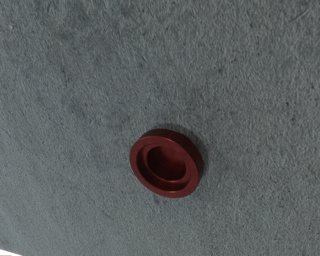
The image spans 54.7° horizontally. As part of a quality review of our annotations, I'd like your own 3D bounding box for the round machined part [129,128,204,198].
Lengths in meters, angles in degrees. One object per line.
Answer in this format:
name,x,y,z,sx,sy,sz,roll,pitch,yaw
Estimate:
round machined part,0.012,0.043,0.416,0.098,0.042,0.097,13,124,20
